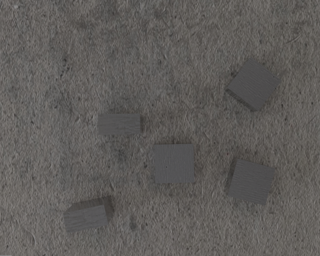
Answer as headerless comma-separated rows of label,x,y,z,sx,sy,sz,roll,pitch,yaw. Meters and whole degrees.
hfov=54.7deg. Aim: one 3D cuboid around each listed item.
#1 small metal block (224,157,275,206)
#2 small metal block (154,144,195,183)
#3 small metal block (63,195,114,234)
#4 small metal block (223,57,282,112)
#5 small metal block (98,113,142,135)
small metal block,0.118,0.070,0.411,0.050,0.025,0.050,15,90,0
small metal block,0.019,0.046,0.410,0.050,0.025,0.050,-1,90,0
small metal block,-0.089,0.109,0.397,0.050,0.050,0.025,-12,90,0
small metal block,0.122,-0.057,0.411,0.050,0.025,0.050,38,90,0
small metal block,-0.049,-0.005,0.397,0.050,0.050,0.025,-1,90,0
